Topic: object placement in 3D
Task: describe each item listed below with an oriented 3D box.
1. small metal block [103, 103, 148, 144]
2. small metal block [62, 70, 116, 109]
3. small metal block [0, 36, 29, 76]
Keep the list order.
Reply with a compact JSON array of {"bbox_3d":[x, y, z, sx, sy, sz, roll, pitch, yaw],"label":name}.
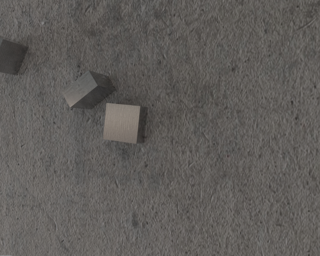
[{"bbox_3d":[-0.048,-0.007,0.426,0.050,0.025,0.050,7,92,19],"label":"small metal block"},{"bbox_3d":[-0.097,-0.051,0.430,0.050,0.050,0.025,-35,79,17],"label":"small metal block"},{"bbox_3d":[-0.241,-0.113,0.481,0.025,0.050,0.050,29,100,17],"label":"small metal block"}]
